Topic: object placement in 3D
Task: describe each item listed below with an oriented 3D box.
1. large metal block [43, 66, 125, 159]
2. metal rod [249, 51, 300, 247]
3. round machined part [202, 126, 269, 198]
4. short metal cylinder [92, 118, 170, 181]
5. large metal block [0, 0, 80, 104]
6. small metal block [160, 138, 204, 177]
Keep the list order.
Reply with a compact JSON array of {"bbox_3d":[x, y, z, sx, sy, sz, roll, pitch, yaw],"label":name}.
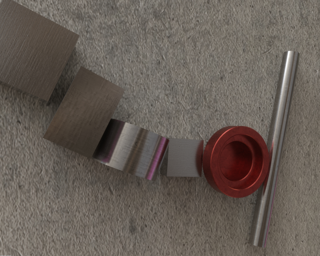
[{"bbox_3d":[-0.088,-0.016,0.348,0.050,0.080,0.080,28,81,-18],"label":"large metal block"},{"bbox_3d":[0.177,0.029,0.476,0.025,0.025,0.298,13,85,-20],"label":"metal rod"},{"bbox_3d":[0.101,0.045,0.437,0.099,0.042,0.097,-1,91,-24],"label":"round machined part"},{"bbox_3d":[-0.034,0.026,0.368,0.080,0.080,0.050,22,83,-19],"label":"short metal cylinder"},{"bbox_3d":[-0.146,-0.081,0.342,0.080,0.050,0.080,25,82,-19],"label":"large metal block"},{"bbox_3d":[0.030,0.040,0.421,0.050,0.025,0.050,4,89,-20],"label":"small metal block"}]
